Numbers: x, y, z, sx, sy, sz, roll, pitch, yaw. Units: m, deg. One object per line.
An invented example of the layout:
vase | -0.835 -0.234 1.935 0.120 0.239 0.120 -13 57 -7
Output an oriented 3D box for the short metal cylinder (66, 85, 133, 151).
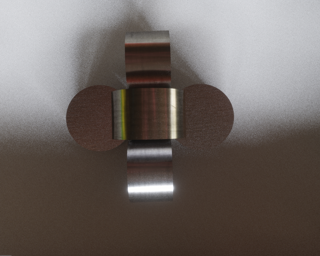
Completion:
short metal cylinder | -0.072 -0.012 0.396 0.081 0.050 0.080 0 90 0

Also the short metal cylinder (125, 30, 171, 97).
short metal cylinder | -0.014 -0.078 0.382 0.050 0.080 0.080 -2 90 -1

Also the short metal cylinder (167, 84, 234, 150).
short metal cylinder | 0.049 -0.013 0.397 0.081 0.050 0.080 0 90 0

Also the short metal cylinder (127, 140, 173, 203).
short metal cylinder | -0.011 0.050 0.382 0.050 0.080 0.080 -2 90 -1

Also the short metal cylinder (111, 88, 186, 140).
short metal cylinder | -0.012 -0.014 0.338 0.081 0.080 0.050 -1 90 0
